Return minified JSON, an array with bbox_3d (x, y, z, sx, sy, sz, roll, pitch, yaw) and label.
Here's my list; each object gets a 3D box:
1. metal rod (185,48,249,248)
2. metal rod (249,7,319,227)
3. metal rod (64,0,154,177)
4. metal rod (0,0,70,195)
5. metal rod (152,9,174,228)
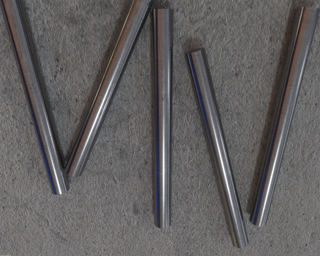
[{"bbox_3d":[0.083,0.041,0.425,0.025,0.025,0.298,-15,110,5],"label":"metal rod"},{"bbox_3d":[0.159,0.000,0.410,0.025,0.025,0.298,5,110,-2],"label":"metal rod"},{"bbox_3d":[-0.059,-0.067,0.384,0.025,0.025,0.298,23,108,-8],"label":"metal rod"},{"bbox_3d":[-0.158,-0.051,0.389,0.025,0.025,0.298,-6,110,2],"label":"metal rod"},{"bbox_3d":[0.004,0.002,0.410,0.025,0.025,0.298,0,110,0],"label":"metal rod"}]
